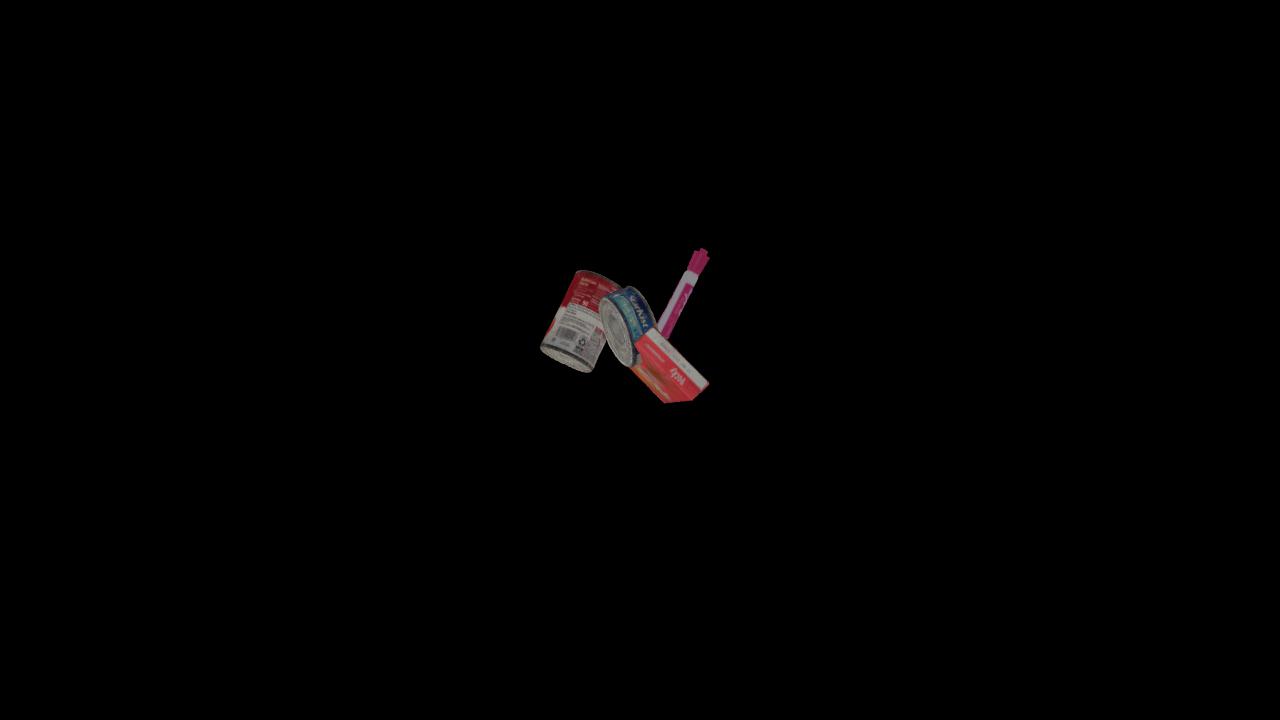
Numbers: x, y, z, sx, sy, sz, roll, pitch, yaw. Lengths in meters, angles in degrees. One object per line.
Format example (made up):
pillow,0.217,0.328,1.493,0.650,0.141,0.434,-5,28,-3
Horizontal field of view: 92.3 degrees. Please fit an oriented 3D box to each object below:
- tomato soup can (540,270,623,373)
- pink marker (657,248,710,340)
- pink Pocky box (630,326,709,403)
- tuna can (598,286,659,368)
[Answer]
tomato soup can,-0.065,-0.043,0.711,0.068,0.101,0.068,22,-13,6
pink marker,0.043,-0.067,0.676,0.020,0.121,0.020,27,3,-1
pink Pocky box,0.022,0.010,0.689,0.029,0.084,0.155,-44,3,-9
tuna can,-0.013,-0.035,0.663,0.034,0.084,0.084,-22,7,-19
